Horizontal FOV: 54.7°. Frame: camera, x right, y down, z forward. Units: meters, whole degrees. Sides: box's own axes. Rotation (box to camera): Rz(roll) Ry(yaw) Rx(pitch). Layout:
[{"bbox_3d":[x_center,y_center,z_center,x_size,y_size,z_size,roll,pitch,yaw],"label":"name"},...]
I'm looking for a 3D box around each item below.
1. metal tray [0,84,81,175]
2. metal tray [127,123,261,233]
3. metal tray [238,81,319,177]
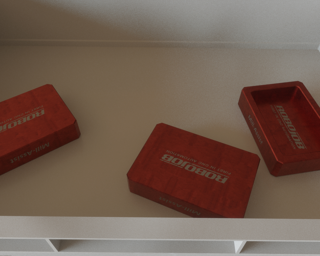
[{"bbox_3d":[-0.182,0.001,0.398,0.131,0.030,0.090,-27,56,-22],"label":"metal tray"},{"bbox_3d":[0.039,0.052,0.358,0.130,0.030,0.090,19,52,15],"label":"metal tray"},{"bbox_3d":[0.168,-0.004,0.407,0.091,0.030,0.130,-7,50,-7],"label":"metal tray"}]
